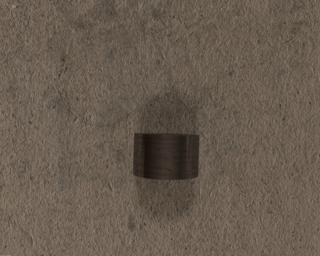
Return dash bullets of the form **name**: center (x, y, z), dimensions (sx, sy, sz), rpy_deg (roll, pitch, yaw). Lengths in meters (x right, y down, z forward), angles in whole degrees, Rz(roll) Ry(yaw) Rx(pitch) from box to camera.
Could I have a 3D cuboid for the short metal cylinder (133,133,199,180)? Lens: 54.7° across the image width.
- **short metal cylinder**: center (0.008, 0.032, 0.383), dimensions (0.081, 0.080, 0.050), rpy_deg (2, 90, -1)
